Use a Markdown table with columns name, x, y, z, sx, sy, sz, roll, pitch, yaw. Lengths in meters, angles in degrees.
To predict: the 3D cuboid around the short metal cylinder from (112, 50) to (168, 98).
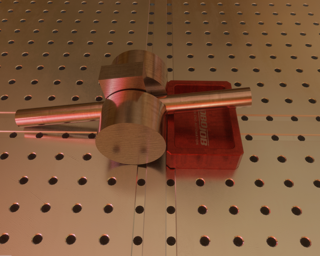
| name | x | y | z | sx | sy | sz | roll | pitch | yaw |
| --- | --- | --- | --- | --- | --- | --- | --- | --- | --- |
| short metal cylinder | -0.030 | -0.058 | 0.418 | 0.081 | 0.080 | 0.050 | 1 | 50 | 0 |

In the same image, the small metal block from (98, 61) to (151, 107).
| name | x | y | z | sx | sy | sz | roll | pitch | yaw |
| --- | --- | --- | --- | --- | --- | --- | --- | --- | --- |
| small metal block | -0.040 | -0.049 | 0.371 | 0.050 | 0.050 | 0.025 | -5 | 50 | 7 |

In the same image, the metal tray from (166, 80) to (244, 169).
| name | x | y | z | sx | sy | sz | roll | pitch | yaw |
| --- | --- | --- | --- | --- | --- | --- | --- | --- | --- |
| metal tray | 0.054 | -0.009 | 0.412 | 0.091 | 0.030 | 0.130 | 1 | 50 | 1 |

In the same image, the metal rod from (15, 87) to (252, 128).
| name | x | y | z | sx | sy | sz | roll | pitch | yaw |
| --- | --- | --- | --- | --- | --- | --- | --- | --- | --- |
| metal rod | -0.039 | -0.025 | 0.398 | 0.301 | 0.025 | 0.025 | -5 | 50 | 7 |

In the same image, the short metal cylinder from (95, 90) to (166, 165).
| name | x | y | z | sx | sy | sz | roll | pitch | yaw |
| --- | --- | --- | --- | --- | --- | --- | --- | --- | --- |
| short metal cylinder | -0.033 | 0.001 | 0.370 | 0.080 | 0.080 | 0.050 | 1 | 50 | 1 |
